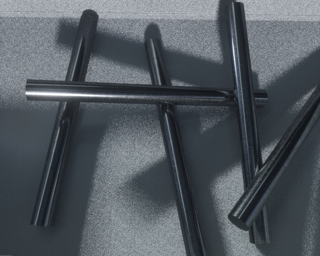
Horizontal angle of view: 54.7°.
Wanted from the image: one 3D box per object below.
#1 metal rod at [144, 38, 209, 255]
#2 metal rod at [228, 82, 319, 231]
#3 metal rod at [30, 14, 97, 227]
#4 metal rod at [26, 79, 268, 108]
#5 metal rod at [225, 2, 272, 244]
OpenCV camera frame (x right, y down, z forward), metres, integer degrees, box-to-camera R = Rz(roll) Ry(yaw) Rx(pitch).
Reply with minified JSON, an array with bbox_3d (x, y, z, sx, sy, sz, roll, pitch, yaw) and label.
[{"bbox_3d":[0.017,0.014,0.404,0.025,0.025,0.299,-10,70,-4],"label":"metal rod"},{"bbox_3d":[0.176,0.000,0.386,0.025,0.025,0.301,38,65,12],"label":"metal rod"},{"bbox_3d":[-0.124,-0.024,0.417,0.025,0.025,0.299,6,70,2],"label":"metal rod"},{"bbox_3d":[-0.006,-0.042,0.393,0.302,0.025,0.025,1,70,-12],"label":"metal rod"},{"bbox_3d":[0.108,-0.014,0.387,0.025,0.025,0.298,-4,81,-1],"label":"metal rod"}]
